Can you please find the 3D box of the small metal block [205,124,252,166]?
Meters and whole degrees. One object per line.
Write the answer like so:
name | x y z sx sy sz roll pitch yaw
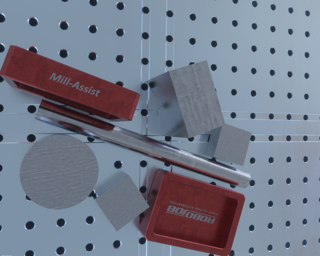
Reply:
small metal block | 0.099 0.024 0.449 0.050 0.025 0.050 18 84 -19

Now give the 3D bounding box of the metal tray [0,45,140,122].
metal tray | -0.097 -0.042 0.341 0.131 0.090 0.030 20 84 -19

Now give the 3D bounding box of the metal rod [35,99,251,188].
metal rod | -0.008 0.028 0.410 0.302 0.025 0.025 20 83 -19

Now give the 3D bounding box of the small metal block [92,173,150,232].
small metal block | -0.050 0.093 0.395 0.050 0.025 0.050 -34 101 -17

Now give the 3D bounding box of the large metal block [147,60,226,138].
large metal block | 0.031 -0.034 0.396 0.050 0.080 0.080 -20 97 -19

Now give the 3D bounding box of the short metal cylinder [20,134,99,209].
short metal cylinder | -0.115 0.047 0.356 0.081 0.050 0.080 0 90 -20

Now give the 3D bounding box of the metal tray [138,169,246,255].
metal tray | 0.046 0.117 0.426 0.131 0.030 0.090 19 84 -19
